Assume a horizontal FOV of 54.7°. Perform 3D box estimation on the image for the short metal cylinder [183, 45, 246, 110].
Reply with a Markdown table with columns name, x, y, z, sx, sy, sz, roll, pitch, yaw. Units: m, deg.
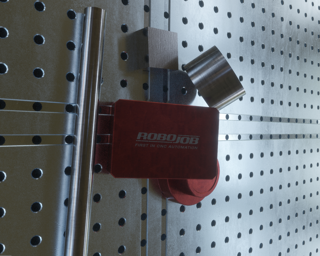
| name | x | y | z | sx | sy | sz | roll | pitch | yaw |
| --- | --- | --- | --- | --- | --- | --- | --- | --- | --- |
| short metal cylinder | 0.076 | -0.067 | 0.431 | 0.050 | 0.080 | 0.080 | -33 | 119 | 12 |

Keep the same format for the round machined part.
| name | x | y | z | sx | sy | sz | roll | pitch | yaw |
| --- | --- | --- | --- | --- | --- | --- | --- | --- | --- |
| round machined part | 0.048 | 0.061 | 0.440 | 0.099 | 0.042 | 0.097 | 0 | 90 | -40 |

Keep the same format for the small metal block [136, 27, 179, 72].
| name | x | y | z | sx | sy | sz | roll | pitch | yaw |
| --- | --- | --- | --- | --- | --- | --- | --- | --- | --- |
| small metal block | -0.003 | -0.102 | 0.408 | 0.050 | 0.025 | 0.050 | -3 | 92 | -40 |

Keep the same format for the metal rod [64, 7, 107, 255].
| name | x | y | z | sx | sy | sz | roll | pitch | yaw |
| --- | --- | --- | --- | --- | --- | --- | --- | --- | --- |
| metal rod | -0.083 | 0.017 | 0.341 | 0.025 | 0.025 | 0.298 | 7 | 86 | -40 |

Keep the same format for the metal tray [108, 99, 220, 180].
| name | x | y | z | sx | sy | sz | roll | pitch | yaw |
| --- | --- | --- | --- | --- | --- | --- | --- | --- | --- |
| metal tray | 0.006 | 0.016 | 0.380 | 0.131 | 0.030 | 0.089 | 4 | 87 | -16 |
